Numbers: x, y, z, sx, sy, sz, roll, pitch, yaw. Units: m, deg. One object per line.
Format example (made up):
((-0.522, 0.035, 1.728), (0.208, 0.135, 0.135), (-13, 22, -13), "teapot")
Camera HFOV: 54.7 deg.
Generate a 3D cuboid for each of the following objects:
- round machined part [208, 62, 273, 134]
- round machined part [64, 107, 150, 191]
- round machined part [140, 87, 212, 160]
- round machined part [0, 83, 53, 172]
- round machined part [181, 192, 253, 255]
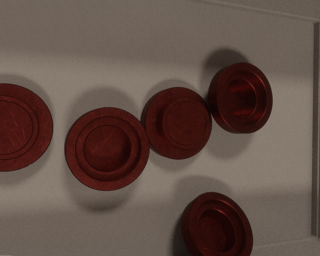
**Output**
((0.108, -0.040, 0.439), (0.099, 0.042, 0.097), (1, 87, -26), "round machined part")
((-0.066, 0.024, 0.378), (0.099, 0.042, 0.097), (0, 90, -21), "round machined part")
((0.027, -0.006, 0.413), (0.099, 0.042, 0.097), (0, 90, -20), "round machined part")
((-0.169, 0.000, 0.339), (0.099, 0.042, 0.097), (0, 90, -21), "round machined part")
((0.071, 0.139, 0.413), (0.099, 0.042, 0.098), (16, 49, -20), "round machined part")
